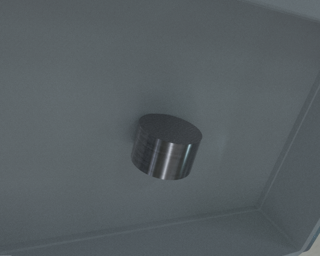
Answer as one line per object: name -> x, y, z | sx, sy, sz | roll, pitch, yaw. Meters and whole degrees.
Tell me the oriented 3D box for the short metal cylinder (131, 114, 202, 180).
short metal cylinder -> 0.008, 0.022, 0.392 | 0.081, 0.080, 0.050 | 0, 118, -29
